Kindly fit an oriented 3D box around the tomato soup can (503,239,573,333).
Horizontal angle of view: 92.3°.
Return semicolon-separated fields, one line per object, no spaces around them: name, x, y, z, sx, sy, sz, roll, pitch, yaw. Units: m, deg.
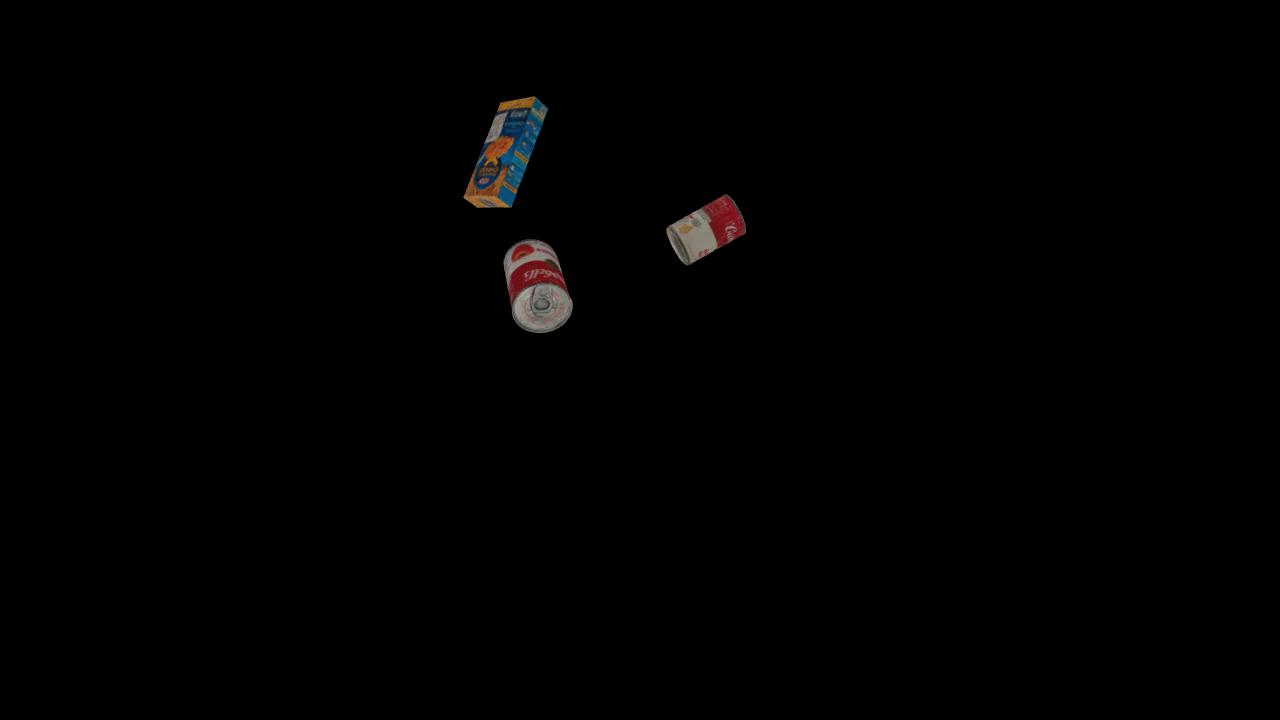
tomato soup can;-0.120;-0.087;0.714;0.068;0.068;0.101;0;39;-20

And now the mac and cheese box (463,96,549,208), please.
mac and cheese box;-0.224;-0.345;1.028;0.093;0.184;0.041;11;-11;37

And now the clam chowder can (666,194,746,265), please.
clam chowder can;0.099;-0.195;0.927;0.102;0.068;0.068;-29;1;-3
